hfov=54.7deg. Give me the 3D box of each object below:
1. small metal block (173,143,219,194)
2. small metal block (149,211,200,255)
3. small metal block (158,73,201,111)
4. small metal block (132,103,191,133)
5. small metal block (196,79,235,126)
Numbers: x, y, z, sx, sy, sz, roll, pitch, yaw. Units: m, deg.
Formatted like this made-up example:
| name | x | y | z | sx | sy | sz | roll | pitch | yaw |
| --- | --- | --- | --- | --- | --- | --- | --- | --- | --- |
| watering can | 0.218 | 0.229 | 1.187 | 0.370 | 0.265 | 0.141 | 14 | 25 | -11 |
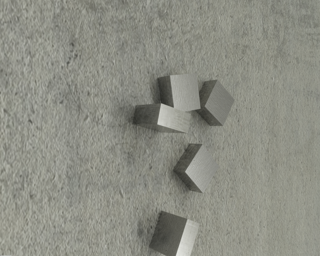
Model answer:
| name | x | y | z | sx | sy | sz | roll | pitch | yaw |
| --- | --- | --- | --- | --- | --- | --- | --- | --- | --- |
| small metal block | 0.053 | 0.058 | 0.449 | 0.050 | 0.025 | 0.050 | 51 | 60 | -28 |
| small metal block | 0.018 | 0.141 | 0.404 | 0.025 | 0.050 | 0.050 | 32 | 70 | -36 |
| small metal block | 0.027 | -0.048 | 0.427 | 0.050 | 0.025 | 0.050 | -12 | 98 | -39 |
| small metal block | 0.002 | -0.011 | 0.390 | 0.050 | 0.050 | 0.025 | 16 | 80 | -39 |
| small metal block | 0.083 | -0.038 | 0.473 | 0.050 | 0.025 | 0.050 | 41 | 65 | -32 |
